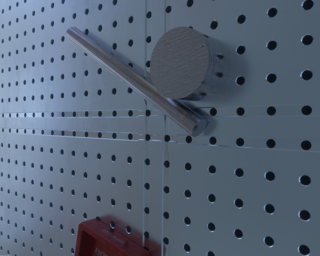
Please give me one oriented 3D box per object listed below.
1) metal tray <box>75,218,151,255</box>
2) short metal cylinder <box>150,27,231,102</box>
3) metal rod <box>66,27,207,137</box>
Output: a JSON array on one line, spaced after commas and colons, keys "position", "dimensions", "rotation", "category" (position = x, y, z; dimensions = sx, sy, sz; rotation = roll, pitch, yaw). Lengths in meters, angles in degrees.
[{"position": [-0.077, 0.205, 0.466], "dimensions": [0.130, 0.030, 0.089], "rotation": [16, 100, 38], "category": "metal tray"}, {"position": [0.035, -0.072, 0.363], "dimensions": [0.080, 0.050, 0.079], "rotation": [0, 90, 39], "category": "short metal cylinder"}, {"position": [-0.051, -0.080, 0.449], "dimensions": [0.300, 0.025, 0.025], "rotation": [39, 114, 32], "category": "metal rod"}]
